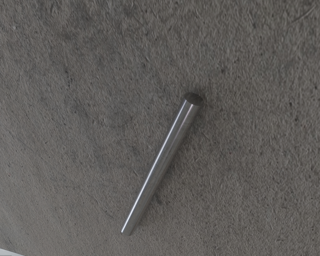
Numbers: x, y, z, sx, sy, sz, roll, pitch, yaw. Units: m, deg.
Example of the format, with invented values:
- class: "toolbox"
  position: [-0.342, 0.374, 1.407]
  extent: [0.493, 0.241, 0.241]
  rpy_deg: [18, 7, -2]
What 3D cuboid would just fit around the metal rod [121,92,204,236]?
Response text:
- class: "metal rod"
  position: [-0.008, 0.073, 0.456]
  extent: [0.025, 0.025, 0.298]
  rpy_deg: [31, 129, 8]
